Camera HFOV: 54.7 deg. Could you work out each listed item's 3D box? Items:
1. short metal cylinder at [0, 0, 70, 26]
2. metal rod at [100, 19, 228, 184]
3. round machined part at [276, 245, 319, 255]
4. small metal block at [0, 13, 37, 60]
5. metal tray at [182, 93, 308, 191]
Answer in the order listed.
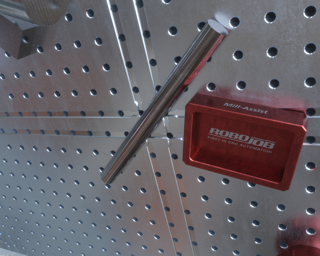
[{"bbox_3d":[-0.147,-0.162,0.351,0.050,0.080,0.079,21,126,15],"label":"short metal cylinder"},{"bbox_3d":[-0.013,-0.012,0.409,0.025,0.025,0.298,39,129,1],"label":"metal rod"},{"bbox_3d":[0.201,0.199,0.417,0.098,0.042,0.097,13,124,20],"label":"round machined part"},{"bbox_3d":[-0.207,-0.134,0.435,0.050,0.025,0.050,37,129,3],"label":"small metal block"},{"bbox_3d":[0.094,0.016,0.367,0.130,0.030,0.089,13,124,20],"label":"metal tray"}]
